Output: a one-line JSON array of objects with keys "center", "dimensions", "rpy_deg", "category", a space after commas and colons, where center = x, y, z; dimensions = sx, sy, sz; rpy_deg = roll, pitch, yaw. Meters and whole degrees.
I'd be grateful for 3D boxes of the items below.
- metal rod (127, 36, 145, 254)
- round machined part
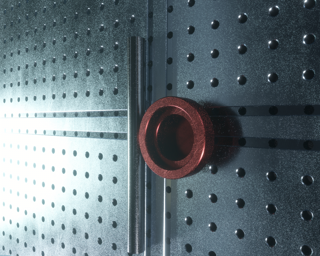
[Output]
[{"center": [-0.034, 0.023, 0.437], "dimensions": [0.025, 0.025, 0.298], "rpy_deg": [0, 90, 40], "category": "metal rod"}, {"center": [0.024, 0.011, 0.379], "dimensions": [0.098, 0.042, 0.097], "rpy_deg": [0, 90, 40], "category": "round machined part"}]
